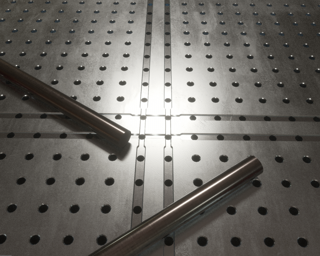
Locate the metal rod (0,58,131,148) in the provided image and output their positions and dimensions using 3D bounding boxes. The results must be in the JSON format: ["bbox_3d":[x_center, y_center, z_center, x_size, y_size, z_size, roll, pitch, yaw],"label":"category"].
[{"bbox_3d":[-0.168,-0.052,0.448,0.300,0.025,0.025,28,55,21],"label":"metal rod"}]

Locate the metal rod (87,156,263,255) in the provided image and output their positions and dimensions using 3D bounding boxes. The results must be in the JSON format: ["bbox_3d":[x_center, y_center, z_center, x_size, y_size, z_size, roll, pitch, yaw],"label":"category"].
[{"bbox_3d":[-0.012,0.107,0.317,0.302,0.025,0.025,-27,55,-21],"label":"metal rod"}]
